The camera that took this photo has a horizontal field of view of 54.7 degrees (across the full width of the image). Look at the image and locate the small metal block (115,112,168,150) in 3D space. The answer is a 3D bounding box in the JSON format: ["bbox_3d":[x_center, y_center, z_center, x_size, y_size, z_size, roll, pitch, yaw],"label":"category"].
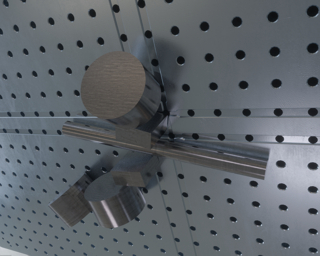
[{"bbox_3d":[-0.024,-0.002,0.406,0.050,0.050,0.025,16,125,19],"label":"small metal block"}]

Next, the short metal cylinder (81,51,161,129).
[{"bbox_3d":[-0.045,-0.043,0.366,0.080,0.050,0.080,-5,76,19],"label":"short metal cylinder"}]

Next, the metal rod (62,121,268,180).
[{"bbox_3d":[-0.008,0.026,0.431,0.301,0.025,0.025,10,123,22],"label":"metal rod"}]

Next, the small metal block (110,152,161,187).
[{"bbox_3d":[-0.035,0.059,0.450,0.050,0.050,0.025,-2,118,29],"label":"small metal block"}]

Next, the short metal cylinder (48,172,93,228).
[{"bbox_3d":[-0.141,0.121,0.524,0.050,0.080,0.080,49,129,-7],"label":"short metal cylinder"}]

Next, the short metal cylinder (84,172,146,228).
[{"bbox_3d":[-0.069,0.107,0.478,0.080,0.080,0.050,-8,115,31],"label":"short metal cylinder"}]
